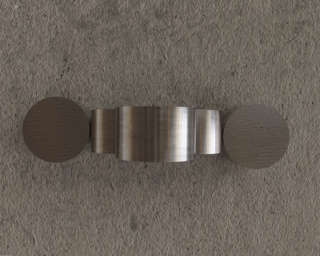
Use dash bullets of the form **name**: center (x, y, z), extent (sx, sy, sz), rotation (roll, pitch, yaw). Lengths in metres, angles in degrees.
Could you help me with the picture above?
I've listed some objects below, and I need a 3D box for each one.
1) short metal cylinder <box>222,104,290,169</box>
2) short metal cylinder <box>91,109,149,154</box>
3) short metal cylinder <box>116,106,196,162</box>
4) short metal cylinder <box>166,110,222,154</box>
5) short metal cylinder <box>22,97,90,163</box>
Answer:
- **short metal cylinder**: center (0.116, 0.010, 0.399), extent (0.081, 0.050, 0.080), rotation (0, 91, -1)
- **short metal cylinder**: center (-0.044, 0.004, 0.383), extent (0.081, 0.080, 0.050), rotation (0, 90, 0)
- **short metal cylinder**: center (-0.004, 0.005, 0.314), extent (0.081, 0.080, 0.050), rotation (1, 91, 0)
- **short metal cylinder**: center (0.036, 0.005, 0.384), extent (0.081, 0.080, 0.050), rotation (0, 89, 0)
- **short metal cylinder**: center (-0.125, 0.002, 0.397), extent (0.081, 0.050, 0.080), rotation (0, 90, -1)
